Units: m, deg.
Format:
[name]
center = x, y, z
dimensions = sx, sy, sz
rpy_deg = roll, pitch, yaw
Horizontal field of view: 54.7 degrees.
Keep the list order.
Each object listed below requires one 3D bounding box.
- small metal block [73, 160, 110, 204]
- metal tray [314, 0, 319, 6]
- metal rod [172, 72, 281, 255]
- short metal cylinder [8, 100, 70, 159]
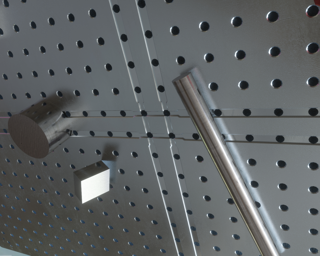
[small metal block]
center = -0.111, 0.087, 0.504
dimensions = 0.025, 0.050, 0.050
rpy_deg = 37, 134, 36
[metal tray]
center = 0.198, -0.119, 0.229
dimensions = 0.130, 0.030, 0.089
rpy_deg = 25, 127, 12
[metal rod]
center = 0.094, 0.066, 0.402
dimensions = 0.025, 0.025, 0.299
rpy_deg = -17, 110, 35
[short metal cylinder]
center = -0.194, 0.002, 0.499
dimensions = 0.080, 0.050, 0.079
rpy_deg = 13, 124, 21
